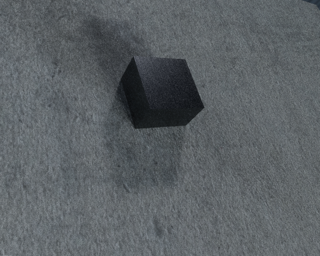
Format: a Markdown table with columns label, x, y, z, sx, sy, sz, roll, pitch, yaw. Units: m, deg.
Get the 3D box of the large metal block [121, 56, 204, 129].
| label | x | y | z | sx | sy | sz | roll | pitch | yaw |
| --- | --- | --- | --- | --- | --- | --- | --- | --- | --- |
| large metal block | 0.002 | -0.048 | 0.419 | 0.081 | 0.050 | 0.080 | -4 | 64 | -30 |
